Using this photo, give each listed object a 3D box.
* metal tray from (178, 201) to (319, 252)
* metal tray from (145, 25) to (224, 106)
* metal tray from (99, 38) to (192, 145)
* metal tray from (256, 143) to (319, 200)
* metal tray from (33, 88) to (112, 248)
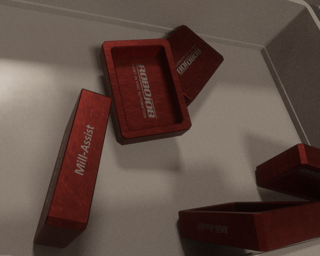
[{"bbox_3d":[0.091,0.098,0.327,0.091,0.130,0.030,-1,78,-29],"label":"metal tray"},{"bbox_3d":[0.037,-0.098,0.484,0.090,0.030,0.131,40,51,-2],"label":"metal tray"},{"bbox_3d":[-0.020,-0.049,0.398,0.091,0.030,0.129,-9,75,-20],"label":"metal tray"},{"bbox_3d":[0.218,0.069,0.441,0.131,0.090,0.030,17,55,-19],"label":"metal tray"},{"bbox_3d":[-0.083,0.039,0.296,0.030,0.090,0.130,18,55,-19],"label":"metal tray"}]
